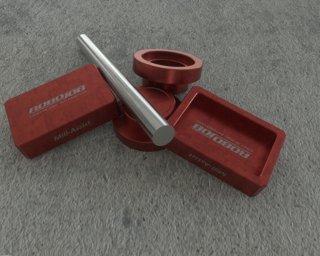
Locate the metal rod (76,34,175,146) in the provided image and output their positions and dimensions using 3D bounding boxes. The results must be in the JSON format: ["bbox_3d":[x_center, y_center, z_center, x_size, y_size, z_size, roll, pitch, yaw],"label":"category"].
[{"bbox_3d":[-0.063,-0.070,0.420,0.025,0.025,0.300,-22,40,-17],"label":"metal rod"}]

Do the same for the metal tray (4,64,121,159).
[{"bbox_3d":[-0.129,-0.026,0.408,0.131,0.030,0.090,-27,52,-11],"label":"metal tray"}]

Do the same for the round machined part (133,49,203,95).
[{"bbox_3d":[0.010,-0.080,0.447,0.099,0.042,0.098,6,28,-3],"label":"round machined part"}]

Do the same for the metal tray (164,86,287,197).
[{"bbox_3d":[0.076,0.012,0.378,0.130,0.030,0.090,30,55,10],"label":"metal tray"}]

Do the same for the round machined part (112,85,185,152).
[{"bbox_3d":[-0.014,-0.020,0.411,0.099,0.042,0.098,0,50,0],"label":"round machined part"}]
